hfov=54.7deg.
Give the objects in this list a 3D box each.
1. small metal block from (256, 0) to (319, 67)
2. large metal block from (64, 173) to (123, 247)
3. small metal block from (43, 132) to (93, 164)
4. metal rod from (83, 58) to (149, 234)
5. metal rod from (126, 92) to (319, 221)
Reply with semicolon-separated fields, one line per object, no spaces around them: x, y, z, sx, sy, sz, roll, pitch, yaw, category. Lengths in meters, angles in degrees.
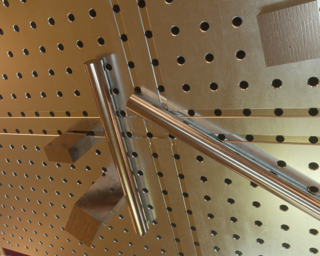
0.123;-0.089;0.291;0.050;0.025;0.050;-6;116;30;small metal block
-0.105;0.135;0.515;0.050;0.080;0.079;33;129;6;large metal block
-0.145;0.030;0.490;0.050;0.050;0.025;2;120;27;small metal block
-0.059;0.044;0.469;0.025;0.025;0.298;2;120;27;metal rod
0.090;0.039;0.387;0.301;0.025;0.025;30;128;8;metal rod
